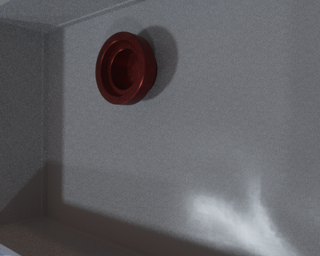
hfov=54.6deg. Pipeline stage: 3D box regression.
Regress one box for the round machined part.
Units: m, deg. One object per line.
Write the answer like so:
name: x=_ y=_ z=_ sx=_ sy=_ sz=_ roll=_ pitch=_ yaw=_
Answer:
round machined part: x=-0.042 y=-0.080 z=0.432 sx=0.098 sy=0.042 sz=0.097 roll=0 pitch=90 yaw=40
